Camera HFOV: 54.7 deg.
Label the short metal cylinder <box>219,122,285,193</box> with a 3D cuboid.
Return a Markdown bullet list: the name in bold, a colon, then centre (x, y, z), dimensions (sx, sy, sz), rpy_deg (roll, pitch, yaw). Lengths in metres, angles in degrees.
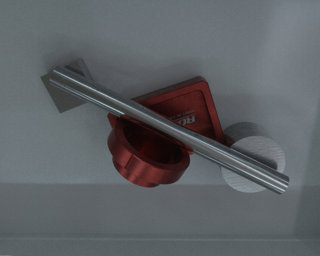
- **short metal cylinder**: centre (0.117, 0.038, 0.412), dimensions (0.081, 0.050, 0.079), rpy_deg (0, 110, -1)

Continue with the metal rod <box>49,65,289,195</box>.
- **metal rod**: centre (0.014, 0.004, 0.368), dimensions (0.301, 0.025, 0.025), rpy_deg (26, 108, -3)

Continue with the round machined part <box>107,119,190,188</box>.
- **round machined part**: centre (-0.017, 0.032, 0.369), dimensions (0.098, 0.098, 0.042), rpy_deg (26, 116, -10)

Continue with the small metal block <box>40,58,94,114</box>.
- **small metal block**: centre (-0.111, -0.053, 0.388), dimensions (0.050, 0.025, 0.050), rpy_deg (-21, 109, 7)

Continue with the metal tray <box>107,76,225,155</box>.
- **metal tray**: centre (0.009, -0.004, 0.405), dimensions (0.131, 0.030, 0.090), rpy_deg (-18, 109, 6)
